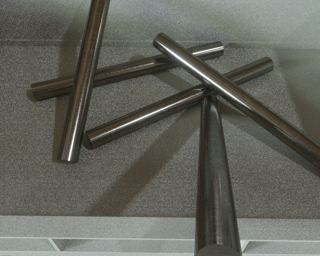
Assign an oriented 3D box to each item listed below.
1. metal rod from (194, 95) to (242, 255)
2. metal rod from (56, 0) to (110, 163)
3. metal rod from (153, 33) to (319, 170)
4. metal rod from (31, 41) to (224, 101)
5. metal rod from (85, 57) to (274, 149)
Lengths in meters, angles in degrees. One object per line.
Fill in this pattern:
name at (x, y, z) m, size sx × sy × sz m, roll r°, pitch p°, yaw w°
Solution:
metal rod at (0.050, 0.017, 0.298) m, size 0.025 × 0.025 × 0.301 m, roll 7°, pitch 21°, yaw 6°
metal rod at (-0.092, -0.104, 0.409) m, size 0.025 × 0.025 × 0.299 m, roll 7°, pitch 76°, yaw 5°
metal rod at (0.106, -0.040, 0.413) m, size 0.300 × 0.025 × 0.025 m, roll 40°, pitch 61°, yaw 20°
metal rod at (-0.041, -0.092, 0.481) m, size 0.302 × 0.025 × 0.025 m, roll -16°, pitch 52°, yaw -13°
metal rod at (0.041, -0.043, 0.440) m, size 0.302 × 0.025 × 0.025 m, roll -24°, pitch 54°, yaw -19°
